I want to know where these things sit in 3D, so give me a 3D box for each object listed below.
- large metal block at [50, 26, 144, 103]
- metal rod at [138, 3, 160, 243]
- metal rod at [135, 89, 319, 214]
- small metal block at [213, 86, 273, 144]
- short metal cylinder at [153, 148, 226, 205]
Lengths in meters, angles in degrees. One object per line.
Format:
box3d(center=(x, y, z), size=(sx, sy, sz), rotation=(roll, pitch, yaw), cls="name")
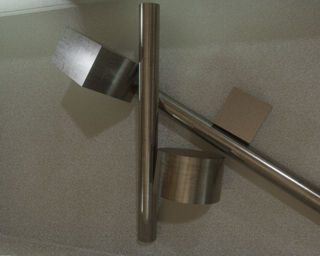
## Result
box3d(center=(-0.077, -0.080, 0.395), size=(0.080, 0.080, 0.050), rotation=(36, 102, 36), cls="large metal block")
box3d(center=(-0.015, 0.001, 0.392), size=(0.025, 0.025, 0.298), rotation=(4, 100, 19), cls="metal rod")
box3d(center=(0.091, 0.024, 0.378), size=(0.300, 0.025, 0.025), rotation=(33, 101, 16), cls="metal rod")
box3d(center=(0.100, -0.016, 0.375), size=(0.050, 0.025, 0.050), rotation=(31, 100, 17), cls="small metal block")
box3d(center=(0.034, 0.054, 0.369), size=(0.080, 0.080, 0.050), rotation=(7, 93, 19), cls="short metal cylinder")
